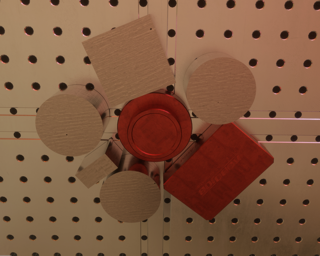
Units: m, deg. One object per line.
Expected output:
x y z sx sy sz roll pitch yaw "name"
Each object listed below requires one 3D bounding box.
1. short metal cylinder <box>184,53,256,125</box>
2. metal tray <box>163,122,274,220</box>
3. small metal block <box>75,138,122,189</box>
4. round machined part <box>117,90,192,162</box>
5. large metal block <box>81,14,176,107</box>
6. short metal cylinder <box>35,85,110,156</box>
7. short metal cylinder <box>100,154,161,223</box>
0.071 -0.050 0.381 0.081 0.050 0.079 0 110 0 "short metal cylinder"
0.078 0.057 0.431 0.090 0.030 0.130 39 105 -13 "metal tray"
-0.080 0.047 0.415 0.050 0.050 0.025 -35 106 12 "small metal block"
-0.007 0.001 0.404 0.099 0.042 0.097 0 110 0 "round machined part"
-0.034 -0.081 0.370 0.080 0.050 0.080 -20 109 7 "large metal block"
-0.108 -0.011 0.394 0.081 0.050 0.079 0 110 0 "short metal cylinder"
-0.039 0.083 0.429 0.081 0.050 0.079 0 110 0 "short metal cylinder"
